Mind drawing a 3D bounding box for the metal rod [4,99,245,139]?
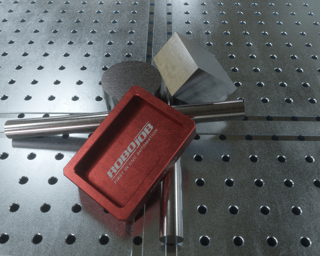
[{"bbox_3d":[-0.048,-0.010,0.394,0.302,0.025,0.025,-5,50,5],"label":"metal rod"}]

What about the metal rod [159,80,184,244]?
[{"bbox_3d":[0.014,-0.002,0.409,0.025,0.025,0.300,1,50,1],"label":"metal rod"}]

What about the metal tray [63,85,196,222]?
[{"bbox_3d":[-0.032,0.026,0.348,0.090,0.030,0.130,34,78,18],"label":"metal tray"}]

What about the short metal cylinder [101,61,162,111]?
[{"bbox_3d":[-0.038,-0.049,0.432,0.081,0.050,0.080,0,50,0],"label":"short metal cylinder"}]

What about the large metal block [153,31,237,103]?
[{"bbox_3d":[0.048,-0.076,0.430,0.080,0.050,0.080,17,37,-40],"label":"large metal block"}]
